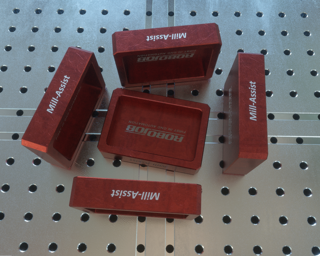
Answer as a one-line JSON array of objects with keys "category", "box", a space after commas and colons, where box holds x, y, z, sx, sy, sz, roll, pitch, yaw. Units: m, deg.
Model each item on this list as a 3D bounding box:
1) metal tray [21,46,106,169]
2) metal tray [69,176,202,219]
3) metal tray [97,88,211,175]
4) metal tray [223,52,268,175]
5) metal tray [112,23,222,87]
[{"category": "metal tray", "box": [-0.112, -0.022, 0.385, 0.030, 0.090, 0.130, 17, 71, 6]}, {"category": "metal tray", "box": [-0.024, 0.081, 0.348, 0.131, 0.090, 0.030, 3, 70, 1]}, {"category": "metal tray", "box": [-0.006, 0.003, 0.407, 0.131, 0.030, 0.090, 11, 70, 3]}, {"category": "metal tray", "box": [0.102, -0.015, 0.383, 0.030, 0.090, 0.130, 4, 70, 1]}, {"category": "metal tray", "box": [0.008, -0.093, 0.411, 0.131, 0.090, 0.030, -6, 70, -2]}]
